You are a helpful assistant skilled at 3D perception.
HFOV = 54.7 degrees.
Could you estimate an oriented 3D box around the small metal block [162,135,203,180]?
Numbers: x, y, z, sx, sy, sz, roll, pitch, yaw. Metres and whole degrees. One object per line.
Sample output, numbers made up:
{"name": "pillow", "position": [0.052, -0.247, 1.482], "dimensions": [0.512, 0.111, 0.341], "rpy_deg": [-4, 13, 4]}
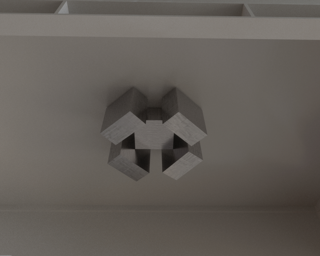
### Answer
{"name": "small metal block", "position": [0.028, 0.034, 0.418], "dimensions": [0.025, 0.050, 0.050], "rpy_deg": [33, 122, -26]}

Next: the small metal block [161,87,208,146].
{"name": "small metal block", "position": [0.029, -0.014, 0.378], "dimensions": [0.025, 0.050, 0.050], "rpy_deg": [-38, 122, 26]}

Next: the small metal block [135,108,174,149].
{"name": "small metal block", "position": [-0.007, 0.001, 0.407], "dimensions": [0.050, 0.025, 0.050], "rpy_deg": [0, 130, -1]}

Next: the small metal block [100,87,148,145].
{"name": "small metal block", "position": [-0.043, -0.015, 0.377], "dimensions": [0.050, 0.050, 0.025], "rpy_deg": [-34, 122, 26]}

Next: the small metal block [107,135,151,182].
{"name": "small metal block", "position": [-0.040, 0.036, 0.421], "dimensions": [0.025, 0.050, 0.050], "rpy_deg": [-37, 121, 28]}
